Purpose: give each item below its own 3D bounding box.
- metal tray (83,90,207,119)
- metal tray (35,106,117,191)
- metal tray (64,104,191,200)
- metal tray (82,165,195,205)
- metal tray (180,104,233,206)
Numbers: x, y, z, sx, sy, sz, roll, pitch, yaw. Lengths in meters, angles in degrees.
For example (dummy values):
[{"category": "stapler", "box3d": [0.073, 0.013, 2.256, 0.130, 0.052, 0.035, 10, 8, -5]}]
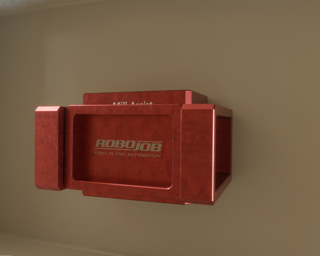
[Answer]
[{"category": "metal tray", "box3d": [-0.015, -0.026, 0.378, 0.130, 0.090, 0.030, 0, 91, 20]}, {"category": "metal tray", "box3d": [-0.098, 0.021, 0.388, 0.030, 0.130, 0.089, 1, 91, 20]}, {"category": "metal tray", "box3d": [-0.035, 0.021, 0.323, 0.130, 0.030, 0.089, 1, 90, 19]}, {"category": "metal tray", "box3d": [-0.016, 0.064, 0.378, 0.130, 0.090, 0.030, 0, 90, 20]}, {"category": "metal tray", "box3d": [0.054, 0.022, 0.333, 0.030, 0.130, 0.089, 1, 91, 20]}]
